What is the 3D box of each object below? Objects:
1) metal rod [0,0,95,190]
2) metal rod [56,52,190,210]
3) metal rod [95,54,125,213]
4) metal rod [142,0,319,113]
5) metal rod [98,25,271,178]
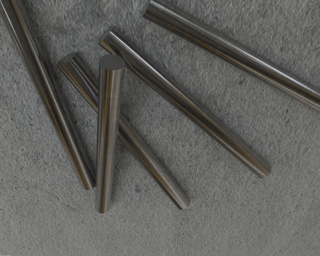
[{"bbox_3d":[-0.129,-0.026,0.383,0.025,0.025,0.298,-6,130,5],"label":"metal rod"},{"bbox_3d":[-0.033,0.024,0.427,0.025,0.025,0.300,-22,127,18],"label":"metal rod"},{"bbox_3d":[-0.071,0.034,0.409,0.025,0.025,0.298,7,138,-6],"label":"metal rod"},{"bbox_3d":[0.119,-0.065,0.352,0.302,0.025,0.025,23,126,-19],"label":"metal rod"},{"bbox_3d":[0.049,-0.017,0.392,0.025,0.025,0.301,-37,121,27],"label":"metal rod"}]
